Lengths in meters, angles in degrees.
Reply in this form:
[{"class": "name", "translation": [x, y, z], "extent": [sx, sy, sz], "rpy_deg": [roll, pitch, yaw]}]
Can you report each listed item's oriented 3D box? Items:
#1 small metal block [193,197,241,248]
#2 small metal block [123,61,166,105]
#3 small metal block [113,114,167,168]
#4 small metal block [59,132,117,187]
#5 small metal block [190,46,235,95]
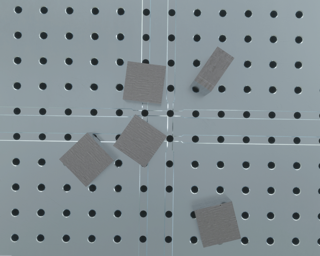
[{"class": "small metal block", "translation": [0.075, 0.125, 0.414], "extent": [0.050, 0.025, 0.050], "rpy_deg": [-14, 90, 0]}, {"class": "small metal block", "translation": [-0.020, -0.059, 0.413], "extent": [0.050, 0.025, 0.050], "rpy_deg": [7, 90, 0]}, {"class": "small metal block", "translation": [-0.026, 0.017, 0.413], "extent": [0.050, 0.025, 0.050], "rpy_deg": [35, 90, 0]}, {"class": "small metal block", "translation": [-0.095, 0.041, 0.413], "extent": [0.050, 0.025, 0.050], "rpy_deg": [-44, 90, 0]}, {"class": "small metal block", "translation": [0.066, -0.072, 0.401], "extent": [0.025, 0.050, 0.050], "rpy_deg": [35, 90, 0]}]
